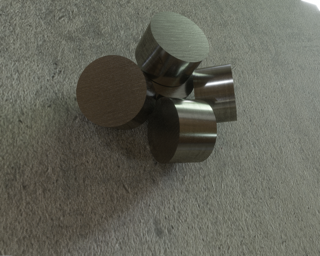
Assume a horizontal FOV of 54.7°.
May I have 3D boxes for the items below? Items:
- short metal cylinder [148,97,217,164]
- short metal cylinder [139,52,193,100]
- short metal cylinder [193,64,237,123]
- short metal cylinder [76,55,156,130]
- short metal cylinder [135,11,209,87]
[{"bbox_3d":[0.025,0.003,0.382,0.050,0.080,0.080,2,61,-28],"label":"short metal cylinder"},{"bbox_3d":[0.000,-0.060,0.428,0.081,0.050,0.080,14,56,-21],"label":"short metal cylinder"},{"bbox_3d":[0.078,-0.047,0.435,0.050,0.080,0.080,-7,58,12],"label":"short metal cylinder"},{"bbox_3d":[-0.049,-0.039,0.362,0.080,0.050,0.080,-1,85,10],"label":"short metal cylinder"},{"bbox_3d":[0.015,-0.100,0.395,0.081,0.050,0.080,14,56,-21],"label":"short metal cylinder"}]
